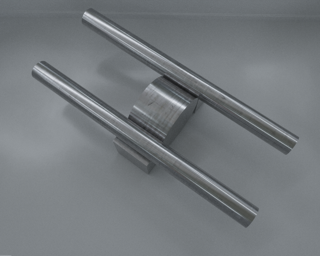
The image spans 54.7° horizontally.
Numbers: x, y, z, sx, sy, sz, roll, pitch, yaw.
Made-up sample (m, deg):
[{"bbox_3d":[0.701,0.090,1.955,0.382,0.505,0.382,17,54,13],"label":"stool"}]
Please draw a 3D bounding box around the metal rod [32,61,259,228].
[{"bbox_3d":[-0.026,0.011,0.352,0.300,0.025,0.025,34,73,11],"label":"metal rod"}]

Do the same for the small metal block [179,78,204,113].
[{"bbox_3d":[0.035,-0.052,0.414,0.050,0.050,0.025,35,74,11],"label":"small metal block"}]

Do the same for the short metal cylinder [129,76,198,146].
[{"bbox_3d":[0.004,-0.017,0.385,0.050,0.080,0.080,35,74,11],"label":"short metal cylinder"}]

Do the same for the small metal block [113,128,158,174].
[{"bbox_3d":[-0.028,0.028,0.384,0.050,0.050,0.025,35,74,11],"label":"small metal block"}]

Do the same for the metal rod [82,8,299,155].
[{"bbox_3d":[0.028,-0.063,0.378,0.300,0.025,0.025,34,73,11],"label":"metal rod"}]
